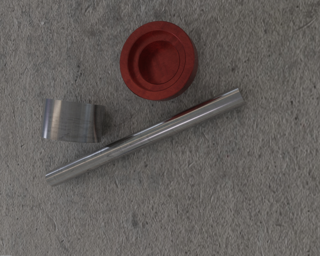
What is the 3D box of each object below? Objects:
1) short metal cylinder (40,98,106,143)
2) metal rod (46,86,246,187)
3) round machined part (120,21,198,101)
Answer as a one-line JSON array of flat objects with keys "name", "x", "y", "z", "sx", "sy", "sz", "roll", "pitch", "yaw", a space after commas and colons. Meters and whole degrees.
[{"name": "short metal cylinder", "x": -0.118, "y": -0.011, "z": 0.421, "sx": 0.080, "sy": 0.080, "sz": 0.050, "roll": 8, "pitch": 93, "yaw": 20}, {"name": "metal rod", "x": -0.032, "y": 0.018, "z": 0.420, "sx": 0.300, "sy": 0.025, "sz": 0.025, "roll": -24, "pitch": 82, "yaw": 18}, {"name": "round machined part", "x": 0.001, "y": -0.083, "z": 0.399, "sx": 0.098, "sy": 0.042, "sz": 0.097, "roll": 0, "pitch": 90, "yaw": 20}]
